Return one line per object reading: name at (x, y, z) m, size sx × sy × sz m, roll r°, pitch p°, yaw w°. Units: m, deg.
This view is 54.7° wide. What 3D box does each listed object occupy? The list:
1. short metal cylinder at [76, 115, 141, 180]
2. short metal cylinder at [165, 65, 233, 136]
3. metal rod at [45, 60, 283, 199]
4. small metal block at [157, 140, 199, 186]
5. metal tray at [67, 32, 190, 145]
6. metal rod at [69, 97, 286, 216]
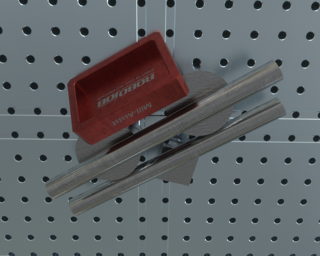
short metal cylinder at (-0.064, 0.021, 0.407) m, size 0.081 × 0.050 × 0.079 m, roll 0°, pitch 110°, yaw -1°
short metal cylinder at (0.047, -0.036, 0.388) m, size 0.081 × 0.050 × 0.079 m, roll 0°, pitch 110°, yaw -1°
metal rod at (-0.003, 0.007, 0.361) m, size 0.301 × 0.025 × 0.025 m, roll -28°, pitch 108°, yaw 9°
small metal block at (0.022, 0.048, 0.430) m, size 0.050 × 0.025 × 0.050 m, roll 14°, pitch 109°, yaw -6°
metal tray at (-0.042, -0.047, 0.359) m, size 0.130 × 0.090 × 0.030 m, roll -27°, pitch 140°, yaw 9°
metal rod at (0.015, 0.041, 0.401) m, size 0.301 × 0.025 × 0.025 m, roll -27°, pitch 108°, yaw 9°
